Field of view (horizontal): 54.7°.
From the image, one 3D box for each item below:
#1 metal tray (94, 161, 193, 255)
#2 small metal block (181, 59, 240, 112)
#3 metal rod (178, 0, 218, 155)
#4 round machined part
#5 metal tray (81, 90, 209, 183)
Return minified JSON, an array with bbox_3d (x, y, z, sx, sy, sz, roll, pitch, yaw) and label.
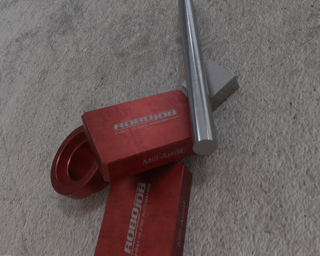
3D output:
[{"bbox_3d":[-0.018,0.103,0.346,0.090,0.030,0.130,-3,60,26],"label":"metal tray"},{"bbox_3d":[0.065,-0.055,0.403,0.050,0.025,0.050,-43,51,-2],"label":"small metal block"},{"bbox_3d":[0.043,-0.092,0.406,0.025,0.025,0.300,-17,46,18],"label":"metal rod"},{"bbox_3d":[-0.093,0.046,0.404,0.098,0.042,0.098,-21,51,29],"label":"round machined part"},{"bbox_3d":[-0.015,0.003,0.362,0.131,0.030,0.090,-16,43,-19],"label":"metal tray"}]
